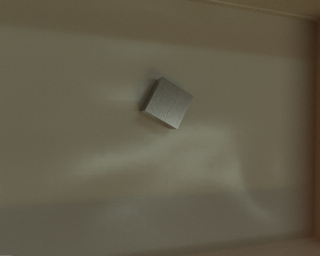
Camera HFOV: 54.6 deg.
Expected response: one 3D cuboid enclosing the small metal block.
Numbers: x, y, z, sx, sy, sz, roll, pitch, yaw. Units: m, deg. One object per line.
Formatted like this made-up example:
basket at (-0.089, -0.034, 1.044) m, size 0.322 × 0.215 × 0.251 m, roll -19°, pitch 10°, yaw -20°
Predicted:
small metal block at (0.009, -0.032, 0.413) m, size 0.050 × 0.025 × 0.050 m, roll 30°, pitch 80°, yaw -18°
